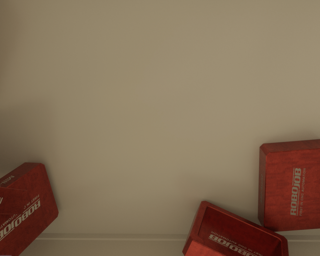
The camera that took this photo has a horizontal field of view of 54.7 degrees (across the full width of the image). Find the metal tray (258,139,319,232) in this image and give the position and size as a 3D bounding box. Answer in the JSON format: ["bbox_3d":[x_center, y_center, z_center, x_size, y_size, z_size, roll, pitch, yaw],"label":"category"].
[{"bbox_3d":[0.190,0.084,0.441,0.091,0.030,0.129,-5,110,1],"label":"metal tray"}]

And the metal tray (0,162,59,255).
[{"bbox_3d":[-0.190,0.112,0.393,0.030,0.131,0.089,0,111,21],"label":"metal tray"}]

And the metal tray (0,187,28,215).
[{"bbox_3d":[-0.229,0.075,0.345,0.090,0.130,0.030,1,75,20],"label":"metal tray"}]

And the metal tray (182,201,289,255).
[{"bbox_3d":[0.104,0.158,0.416,0.130,0.090,0.030,23,115,9],"label":"metal tray"}]
